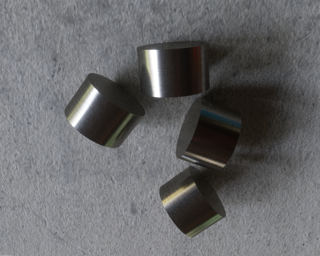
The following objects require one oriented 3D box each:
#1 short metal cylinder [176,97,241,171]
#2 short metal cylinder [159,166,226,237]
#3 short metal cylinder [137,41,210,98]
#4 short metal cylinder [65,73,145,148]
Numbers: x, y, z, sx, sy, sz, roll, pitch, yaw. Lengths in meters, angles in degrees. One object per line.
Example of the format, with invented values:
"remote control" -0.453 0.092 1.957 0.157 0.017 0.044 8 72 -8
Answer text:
"short metal cylinder" 0.058 0.008 0.384 0.050 0.080 0.079 20 109 -7
"short metal cylinder" 0.044 0.098 0.417 0.050 0.080 0.080 -37 106 12
"short metal cylinder" 0.016 -0.070 0.355 0.081 0.080 0.050 -4 110 1
"short metal cylinder" -0.065 -0.021 0.372 0.080 0.080 0.050 35 106 -12
